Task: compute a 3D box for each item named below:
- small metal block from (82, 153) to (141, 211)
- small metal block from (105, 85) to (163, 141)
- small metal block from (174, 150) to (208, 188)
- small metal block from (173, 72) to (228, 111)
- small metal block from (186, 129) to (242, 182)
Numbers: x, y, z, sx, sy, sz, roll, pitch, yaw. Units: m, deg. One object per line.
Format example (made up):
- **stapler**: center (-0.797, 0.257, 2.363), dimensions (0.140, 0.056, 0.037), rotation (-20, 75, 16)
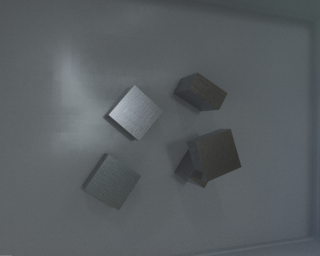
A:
- **small metal block**: center (-0.061, 0.067, 0.389), dimensions (0.050, 0.025, 0.050), rotation (36, 78, -17)
- **small metal block**: center (-0.033, -0.019, 0.399), dimensions (0.050, 0.025, 0.050), rotation (42, 77, -16)
- **small metal block**: center (0.051, 0.049, 0.418), dimensions (0.025, 0.050, 0.050), rotation (36, 78, -17)
- **small metal block**: center (0.053, -0.047, 0.418), dimensions (0.050, 0.050, 0.025), rotation (31, 80, -18)
- **small metal block**: center (0.067, 0.032, 0.383), dimensions (0.050, 0.025, 0.050), rotation (-19, 97, -19)
